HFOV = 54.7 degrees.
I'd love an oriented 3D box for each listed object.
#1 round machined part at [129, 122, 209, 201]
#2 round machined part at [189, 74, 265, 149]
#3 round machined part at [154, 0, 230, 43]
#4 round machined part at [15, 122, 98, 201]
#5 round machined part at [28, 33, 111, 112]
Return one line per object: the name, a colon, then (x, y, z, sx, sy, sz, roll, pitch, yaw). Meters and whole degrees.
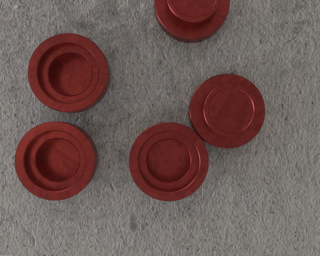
round machined part: (0.011, 0.041, 0.401, 0.099, 0.042, 0.097, 0, 90, 0)
round machined part: (0.088, -0.022, 0.402, 0.099, 0.042, 0.097, 0, 90, 0)
round machined part: (0.042, -0.165, 0.401, 0.099, 0.042, 0.097, 0, 90, 0)
round machined part: (-0.129, 0.041, 0.400, 0.099, 0.042, 0.097, 0, 90, 0)
round machined part: (-0.113, -0.068, 0.400, 0.099, 0.042, 0.097, 0, 90, 0)
